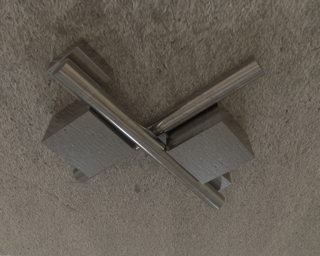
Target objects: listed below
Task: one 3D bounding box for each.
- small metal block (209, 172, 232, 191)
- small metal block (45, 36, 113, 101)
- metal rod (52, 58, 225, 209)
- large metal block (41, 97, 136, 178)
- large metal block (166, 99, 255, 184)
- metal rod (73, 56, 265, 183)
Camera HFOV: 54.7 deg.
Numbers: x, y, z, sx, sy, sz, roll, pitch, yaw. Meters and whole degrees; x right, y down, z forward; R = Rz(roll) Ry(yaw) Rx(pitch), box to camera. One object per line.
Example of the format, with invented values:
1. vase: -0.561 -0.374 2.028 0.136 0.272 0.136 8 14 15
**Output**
1. small metal block: 0.072 0.074 0.474 0.050 0.025 0.050 -36 122 26
2. small metal block: -0.090 -0.066 0.352 0.050 0.025 0.050 -30 124 23
3. metal rod: -0.008 0.024 0.396 0.025 0.025 0.300 -32 124 24
4. large metal block: -0.086 0.007 0.395 0.080 0.050 0.080 -30 124 23
5. large metal block: 0.065 0.019 0.409 0.080 0.050 0.080 -32 124 24
6. metal rod: -0.005 0.000 0.410 0.300 0.025 0.025 -32 124 24
